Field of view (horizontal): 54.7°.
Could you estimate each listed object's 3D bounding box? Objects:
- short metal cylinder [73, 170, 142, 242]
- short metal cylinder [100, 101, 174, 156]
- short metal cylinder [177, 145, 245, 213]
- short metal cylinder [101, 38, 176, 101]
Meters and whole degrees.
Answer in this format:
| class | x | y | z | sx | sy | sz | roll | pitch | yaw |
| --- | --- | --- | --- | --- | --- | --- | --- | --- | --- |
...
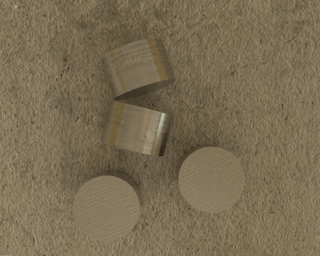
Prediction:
| class | x | y | z | sx | sy | sz | roll | pitch | yaw |
| --- | --- | --- | --- | --- | --- | --- | --- | --- | --- |
| short metal cylinder | -0.064 | 0.097 | 0.397 | 0.081 | 0.050 | 0.080 | 0 | 90 | 0 |
| short metal cylinder | -0.028 | 0.000 | 0.382 | 0.080 | 0.080 | 0.050 | 14 | 90 | 0 |
| short metal cylinder | 0.062 | 0.062 | 0.398 | 0.081 | 0.050 | 0.080 | 0 | 90 | 0 |
| short metal cylinder | -0.026 | -0.070 | 0.382 | 0.080 | 0.080 | 0.050 | -18 | 90 | 0 |
